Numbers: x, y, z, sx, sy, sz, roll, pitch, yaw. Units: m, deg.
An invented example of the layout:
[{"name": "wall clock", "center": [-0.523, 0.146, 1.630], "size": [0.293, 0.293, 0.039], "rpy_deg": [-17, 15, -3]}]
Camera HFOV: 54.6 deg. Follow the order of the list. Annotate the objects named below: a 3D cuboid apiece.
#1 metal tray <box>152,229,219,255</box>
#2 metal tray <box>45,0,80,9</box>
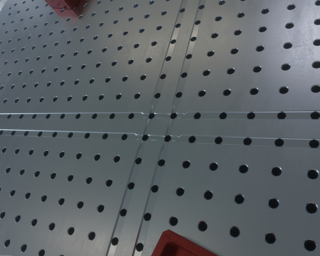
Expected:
[{"name": "metal tray", "center": [0.017, 0.175, 0.289], "size": [0.090, 0.030, 0.130], "rpy_deg": [17, 71, 35]}, {"name": "metal tray", "center": [-0.203, -0.337, 0.720], "size": [0.090, 0.030, 0.130], "rpy_deg": [19, 72, 35]}]
